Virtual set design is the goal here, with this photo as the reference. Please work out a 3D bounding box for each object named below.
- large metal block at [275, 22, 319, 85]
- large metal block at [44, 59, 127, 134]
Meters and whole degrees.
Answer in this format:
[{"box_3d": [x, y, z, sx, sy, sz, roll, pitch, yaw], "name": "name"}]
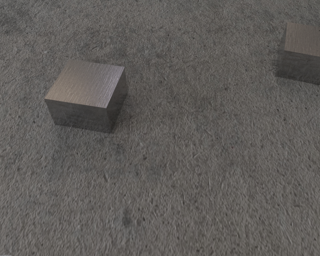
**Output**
[{"box_3d": [0.232, -0.117, 0.487, 0.080, 0.050, 0.080, 14, 51, 11], "name": "large metal block"}, {"box_3d": [-0.096, -0.044, 0.423, 0.080, 0.050, 0.080, 9, 51, 7], "name": "large metal block"}]
